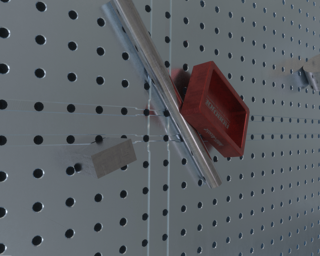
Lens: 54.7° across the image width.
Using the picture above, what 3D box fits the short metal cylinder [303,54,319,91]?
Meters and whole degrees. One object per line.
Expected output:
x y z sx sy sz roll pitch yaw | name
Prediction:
0.364 -0.125 0.679 0.080 0.080 0.050 -49 119 -29 | short metal cylinder

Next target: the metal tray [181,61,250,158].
0.088 -0.024 0.461 0.130 0.030 0.090 41 53 -38 | metal tray

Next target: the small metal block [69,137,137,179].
-0.063 0.031 0.341 0.050 0.050 0.025 -23 105 -38 | small metal block

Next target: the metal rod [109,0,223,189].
0.018 -0.035 0.424 0.025 0.025 0.299 -44 116 -31 | metal rod
